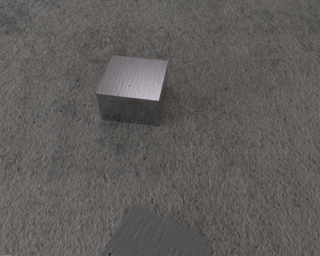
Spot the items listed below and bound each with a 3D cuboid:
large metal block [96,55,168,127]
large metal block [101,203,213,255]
[{"bbox_3d":[-0.035,-0.053,0.431,0.080,0.050,0.080,7,50,6],"label":"large metal block"},{"bbox_3d":[-0.008,0.128,0.279,0.080,0.050,0.080,22,53,17],"label":"large metal block"}]
